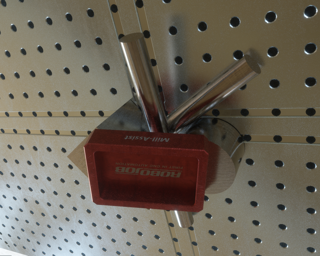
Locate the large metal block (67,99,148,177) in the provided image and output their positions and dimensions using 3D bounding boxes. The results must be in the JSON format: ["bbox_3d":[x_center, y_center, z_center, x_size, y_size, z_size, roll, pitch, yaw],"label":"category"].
[{"bbox_3d":[-0.065,0.018,0.418,0.050,0.080,0.080,47,129,-5],"label":"large metal block"}]

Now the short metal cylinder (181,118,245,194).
[{"bbox_3d":[0.059,0.034,0.383,0.080,0.050,0.079,13,124,20],"label":"short metal cylinder"}]

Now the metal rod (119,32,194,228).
[{"bbox_3d":[0.006,0.027,0.394,0.025,0.025,0.298,4,130,26],"label":"metal rod"}]

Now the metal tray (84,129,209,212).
[{"bbox_3d":[-0.014,0.050,0.353,0.131,0.030,0.089,3,122,5],"label":"metal tray"}]

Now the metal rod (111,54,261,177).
[{"bbox_3d":[0.004,0.006,0.412,0.025,0.025,0.299,47,129,-6],"label":"metal rod"}]
